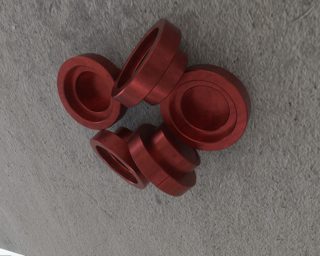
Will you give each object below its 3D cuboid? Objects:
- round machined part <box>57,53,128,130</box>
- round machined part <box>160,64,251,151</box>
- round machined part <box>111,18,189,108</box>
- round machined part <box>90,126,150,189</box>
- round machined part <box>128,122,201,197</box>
[{"bbox_3d":[-0.082,-0.050,0.405,0.098,0.042,0.097,13,120,23],"label":"round machined part"},{"bbox_3d":[0.053,-0.026,0.351,0.098,0.042,0.097,13,123,20],"label":"round machined part"},{"bbox_3d":[-0.007,-0.063,0.330,0.042,0.098,0.098,32,132,-20],"label":"round machined part"},{"bbox_3d":[-0.046,0.036,0.425,0.098,0.042,0.098,35,157,17],"label":"round machined part"},{"bbox_3d":[0.012,0.031,0.377,0.042,0.098,0.098,-43,94,18],"label":"round machined part"}]
